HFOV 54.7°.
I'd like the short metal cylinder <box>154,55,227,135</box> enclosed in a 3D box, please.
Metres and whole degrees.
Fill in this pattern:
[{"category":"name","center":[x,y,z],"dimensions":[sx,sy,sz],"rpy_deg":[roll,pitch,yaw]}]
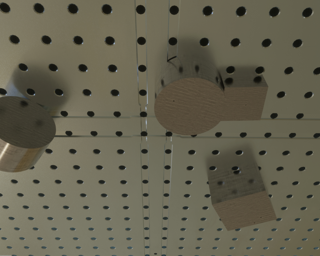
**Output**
[{"category":"short metal cylinder","center":[0.034,-0.038,0.363],"dimensions":[0.081,0.050,0.079],"rpy_deg":[0,130,0]}]

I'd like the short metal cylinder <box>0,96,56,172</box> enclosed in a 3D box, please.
[{"category":"short metal cylinder","center":[-0.177,0.007,0.380],"dimensions":[0.080,0.080,0.050],"rpy_deg":[29,124,-22]}]

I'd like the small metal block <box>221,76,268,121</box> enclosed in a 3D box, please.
[{"category":"small metal block","center":[0.100,-0.036,0.382],"dimensions":[0.050,0.025,0.050],"rpy_deg":[-1,130,1]}]

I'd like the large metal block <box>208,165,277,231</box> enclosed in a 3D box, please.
[{"category":"large metal block","center":[0.131,0.113,0.492],"dimensions":[0.080,0.050,0.080],"rpy_deg":[-20,128,15]}]
